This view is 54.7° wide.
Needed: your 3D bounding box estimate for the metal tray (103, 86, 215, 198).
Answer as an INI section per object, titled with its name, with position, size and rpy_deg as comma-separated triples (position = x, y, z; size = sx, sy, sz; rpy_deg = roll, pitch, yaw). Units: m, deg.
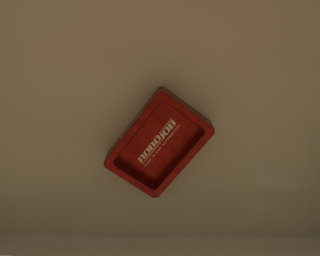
[metal tray]
position = -0.002, 0.022, 0.416
size = 0.090, 0.030, 0.129
rpy_deg = 35, 106, -13
